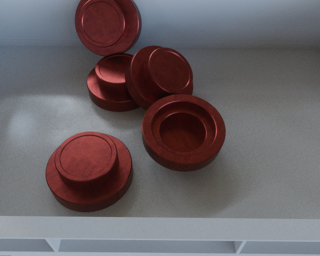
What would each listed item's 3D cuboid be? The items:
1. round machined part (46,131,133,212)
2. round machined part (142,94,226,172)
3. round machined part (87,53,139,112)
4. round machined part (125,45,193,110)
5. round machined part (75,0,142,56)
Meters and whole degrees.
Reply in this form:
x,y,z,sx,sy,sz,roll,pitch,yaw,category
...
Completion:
x,y,z,sx,sy,sz,roll,pitch,yaw,category
-0.082,0.043,0.357,0.099,0.042,0.098,0,50,0,round machined part
0.027,0.009,0.381,0.099,0.042,0.098,2,58,-3,round machined part
-0.058,-0.073,0.455,0.099,0.042,0.098,0,50,0,round machined part
0.006,-0.070,0.422,0.099,0.042,0.098,11,67,-27,round machined part
-0.080,-0.155,0.457,0.099,0.097,0.042,9,19,7,round machined part
